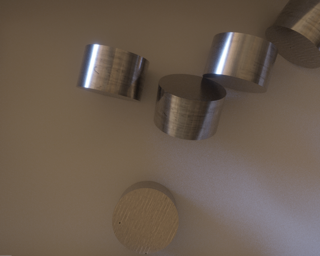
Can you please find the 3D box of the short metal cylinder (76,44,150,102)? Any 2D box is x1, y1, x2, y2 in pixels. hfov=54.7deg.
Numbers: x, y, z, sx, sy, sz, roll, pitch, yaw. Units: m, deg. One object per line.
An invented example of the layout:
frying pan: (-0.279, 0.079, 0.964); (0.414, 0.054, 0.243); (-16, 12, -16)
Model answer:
short metal cylinder: (-0.058, -0.066, 0.383); (0.080, 0.080, 0.050); (13, 90, 0)

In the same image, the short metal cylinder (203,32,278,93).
short metal cylinder: (0.099, -0.079, 0.384); (0.080, 0.080, 0.050); (16, 90, 0)

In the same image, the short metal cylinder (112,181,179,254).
short metal cylinder: (-0.018, 0.112, 0.399); (0.081, 0.050, 0.080); (0, 90, 0)

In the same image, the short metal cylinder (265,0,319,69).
short metal cylinder: (0.181, -0.119, 0.385); (0.080, 0.080, 0.050); (38, 90, 0)

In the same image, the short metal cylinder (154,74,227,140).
short metal cylinder: (0.035, -0.028, 0.377); (0.080, 0.080, 0.050); (9, 120, 0)
